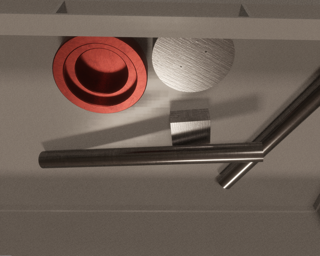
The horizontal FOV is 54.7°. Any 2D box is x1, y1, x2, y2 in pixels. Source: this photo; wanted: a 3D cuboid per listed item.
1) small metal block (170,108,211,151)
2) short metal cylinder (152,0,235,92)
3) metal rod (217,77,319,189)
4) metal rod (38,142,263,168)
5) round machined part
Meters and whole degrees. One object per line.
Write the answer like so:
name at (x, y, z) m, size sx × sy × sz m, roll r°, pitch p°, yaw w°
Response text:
small metal block at (0.040, 0.003, 0.412) m, size 0.050 × 0.025 × 0.050 m, roll -4°, pitch 130°, yaw 3°
short metal cylinder at (0.032, -0.084, 0.321) m, size 0.081 × 0.050 × 0.079 m, roll 0°, pitch 130°, yaw 0°
metal rod at (0.172, -0.015, 0.398) m, size 0.025 × 0.025 × 0.298 m, roll 23°, pitch 126°, yaw -19°
metal rod at (-0.021, 0.038, 0.414) m, size 0.301 × 0.025 × 0.025 m, roll -3°, pitch 131°, yaw 12°
round machined part at (-0.062, -0.067, 0.340) m, size 0.099 × 0.042 × 0.097 m, roll -1°, pitch 130°, yaw 0°
